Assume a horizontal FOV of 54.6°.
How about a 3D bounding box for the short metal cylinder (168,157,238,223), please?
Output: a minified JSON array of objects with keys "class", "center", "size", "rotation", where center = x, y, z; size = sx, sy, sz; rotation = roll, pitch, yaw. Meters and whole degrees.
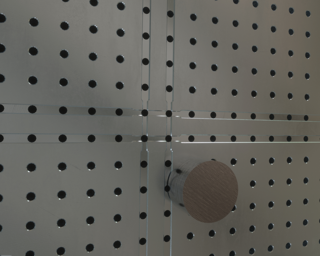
[{"class":"short metal cylinder","center":[0.057,0.081,0.420],"size":[0.081,0.050,0.080],"rotation":[0,90,-20]}]
